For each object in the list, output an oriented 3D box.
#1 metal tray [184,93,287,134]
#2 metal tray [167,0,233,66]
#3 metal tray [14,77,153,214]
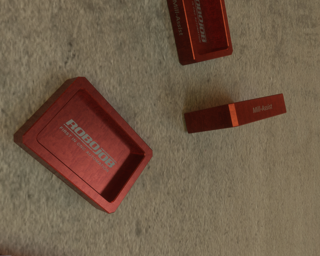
[{"bbox_3d":[0.112,-0.022,0.456,0.131,0.090,0.030,-13,91,-40],"label":"metal tray"},{"bbox_3d":[0.058,-0.164,0.451,0.091,0.030,0.129,-21,104,-38],"label":"metal tray"},{"bbox_3d":[-0.076,0.020,0.339,0.130,0.030,0.090,50,61,-29],"label":"metal tray"}]
